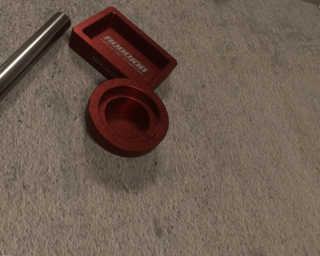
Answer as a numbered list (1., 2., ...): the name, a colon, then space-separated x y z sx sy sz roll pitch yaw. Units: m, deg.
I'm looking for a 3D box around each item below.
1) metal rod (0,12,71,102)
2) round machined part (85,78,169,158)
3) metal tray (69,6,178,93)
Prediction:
1. metal rod: -0.179 -0.038 0.330 0.025 0.025 0.300 31 52 -9
2. round machined part: -0.042 -0.009 0.376 0.099 0.042 0.098 13 57 -21
3. metal tray: -0.049 -0.105 0.439 0.130 0.030 0.090 40 51 -1
